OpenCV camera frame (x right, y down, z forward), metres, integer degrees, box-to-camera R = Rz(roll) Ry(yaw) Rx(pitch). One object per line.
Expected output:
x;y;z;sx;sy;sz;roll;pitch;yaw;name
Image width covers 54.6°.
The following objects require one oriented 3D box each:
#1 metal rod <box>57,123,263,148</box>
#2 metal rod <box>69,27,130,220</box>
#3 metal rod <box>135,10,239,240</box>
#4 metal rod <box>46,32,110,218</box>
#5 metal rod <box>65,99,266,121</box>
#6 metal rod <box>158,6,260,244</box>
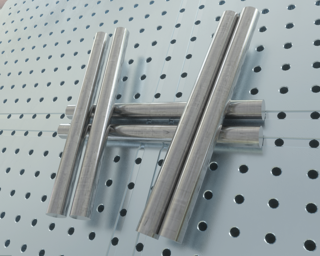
-0.020;0.007;0.416;0.300;0.025;0.025;1;62;28;metal rod
-0.078;-0.025;0.435;0.025;0.025;0.300;-7;58;24;metal rod
0.041;-0.020;0.369;0.025;0.025;0.300;10;66;32;metal rod
-0.112;-0.023;0.451;0.025;0.025;0.300;-8;58;24;metal rod
-0.012;-0.024;0.431;0.300;0.025;0.025;1;62;28;metal rod
0.064;-0.020;0.357;0.025;0.025;0.300;10;66;32;metal rod
